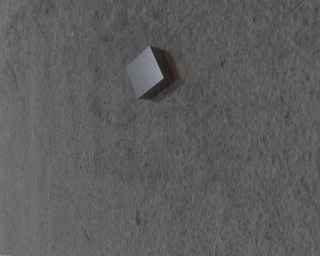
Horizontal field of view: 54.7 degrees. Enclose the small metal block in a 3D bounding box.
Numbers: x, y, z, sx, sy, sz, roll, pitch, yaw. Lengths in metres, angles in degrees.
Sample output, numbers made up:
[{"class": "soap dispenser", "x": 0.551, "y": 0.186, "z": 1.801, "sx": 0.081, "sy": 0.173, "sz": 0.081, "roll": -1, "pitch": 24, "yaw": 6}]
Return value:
[{"class": "small metal block", "x": -0.013, "y": -0.072, "z": 0.414, "sx": 0.050, "sy": 0.025, "sz": 0.050, "roll": -34, "pitch": 69, "yaw": 34}]
